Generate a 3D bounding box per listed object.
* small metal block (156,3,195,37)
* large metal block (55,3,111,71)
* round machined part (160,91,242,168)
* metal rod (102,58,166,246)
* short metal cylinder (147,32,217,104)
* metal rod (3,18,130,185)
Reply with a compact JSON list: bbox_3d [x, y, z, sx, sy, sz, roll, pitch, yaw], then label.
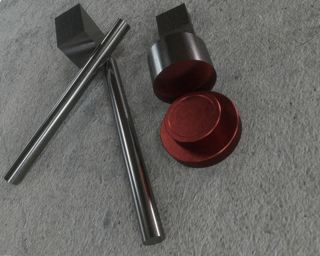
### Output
[{"bbox_3d":[0.024,-0.163,0.490,0.050,0.025,0.050,-20,54,16],"label":"small metal block"},{"bbox_3d":[-0.129,-0.147,0.524,0.050,0.080,0.080,-27,53,11],"label":"large metal block"},{"bbox_3d":[0.045,-0.005,0.372,0.098,0.042,0.098,-13,56,20],"label":"round machined part"},{"bbox_3d":[-0.045,0.007,0.421,0.025,0.025,0.299,-27,52,11],"label":"metal rod"},{"bbox_3d":[0.027,-0.075,0.399,0.080,0.080,0.050,-22,54,15],"label":"short metal cylinder"},{"bbox_3d":[-0.142,-0.043,0.481,0.025,0.025,0.299,32,85,37],"label":"metal rod"}]
